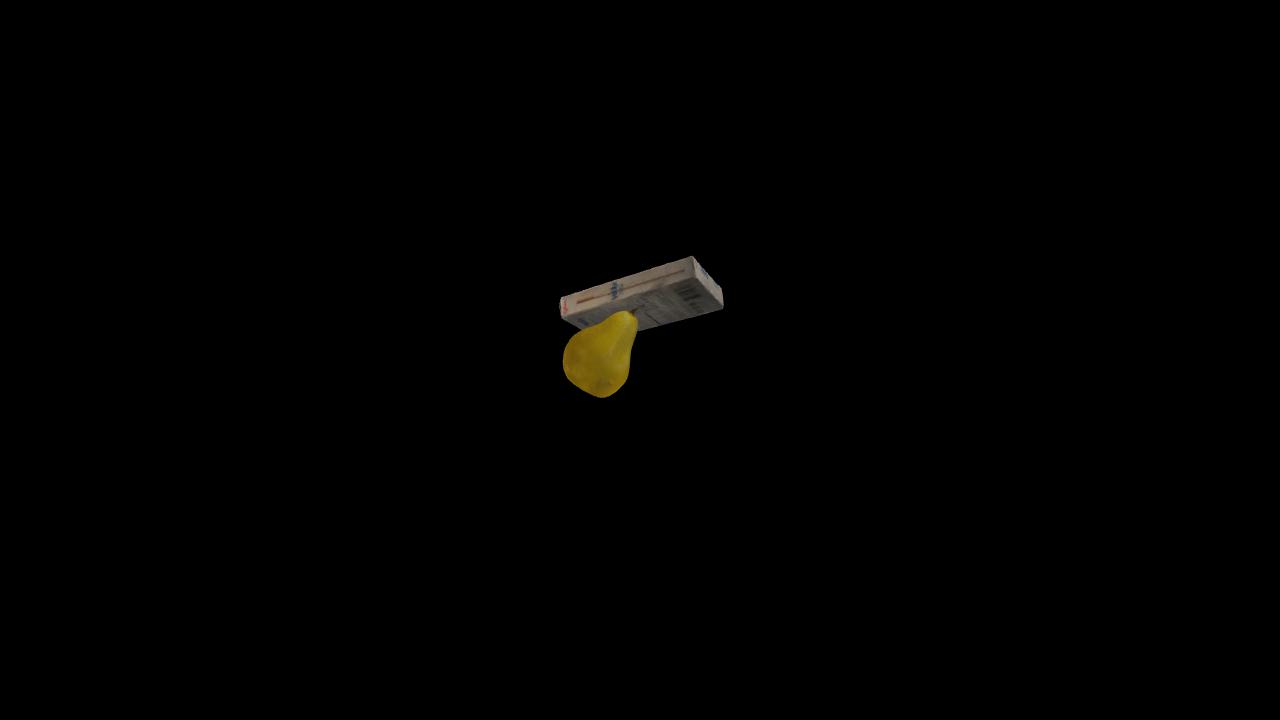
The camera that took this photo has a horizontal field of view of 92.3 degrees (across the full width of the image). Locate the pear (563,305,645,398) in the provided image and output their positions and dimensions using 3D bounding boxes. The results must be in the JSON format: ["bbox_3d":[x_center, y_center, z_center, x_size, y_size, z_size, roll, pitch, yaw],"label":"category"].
[{"bbox_3d":[-0.033,-0.019,0.643,0.080,0.111,0.080,32,3,-2],"label":"pear"}]

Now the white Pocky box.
[{"bbox_3d":[0.002,-0.060,0.646,0.154,0.028,0.084,-14,-22,24],"label":"white Pocky box"}]
